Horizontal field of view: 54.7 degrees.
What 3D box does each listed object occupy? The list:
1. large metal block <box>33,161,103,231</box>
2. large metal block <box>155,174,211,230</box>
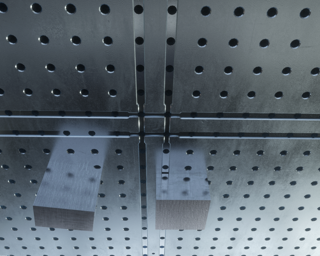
[{"bbox_3d":[-0.133,0.101,0.459,0.081,0.080,0.050,8,130,-7],"label":"large metal block"},{"bbox_3d":[0.033,0.119,0.498,0.081,0.050,0.079,1,130,-1],"label":"large metal block"}]
